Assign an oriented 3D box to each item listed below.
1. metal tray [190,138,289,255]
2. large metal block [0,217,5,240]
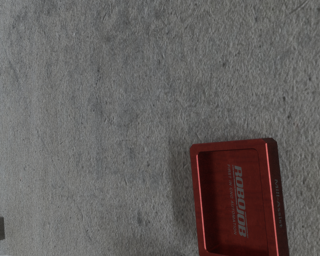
[{"bbox_3d":[0.082,0.078,0.333,0.090,0.030,0.129,-8,85,39],"label":"metal tray"},{"bbox_3d":[-0.419,0.239,0.715,0.080,0.081,0.050,-10,84,39],"label":"large metal block"}]
